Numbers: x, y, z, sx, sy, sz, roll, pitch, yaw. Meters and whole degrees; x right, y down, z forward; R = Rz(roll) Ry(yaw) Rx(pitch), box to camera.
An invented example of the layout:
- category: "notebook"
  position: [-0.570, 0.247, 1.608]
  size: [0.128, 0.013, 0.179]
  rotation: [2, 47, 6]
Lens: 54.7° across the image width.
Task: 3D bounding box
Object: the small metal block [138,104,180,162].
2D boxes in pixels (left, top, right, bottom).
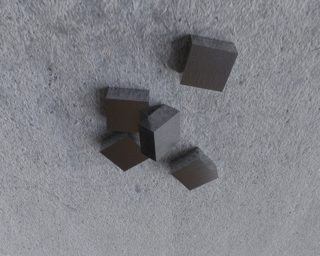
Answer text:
- category: "small metal block"
  position: [0.001, 0.006, 0.393]
  size: [0.025, 0.050, 0.050]
  rotation: [27, 139, 31]

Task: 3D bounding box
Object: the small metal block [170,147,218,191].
- category: "small metal block"
  position: [0.050, 0.061, 0.460]
  size: [0.050, 0.025, 0.050]
  rotation: [-30, 124, 23]

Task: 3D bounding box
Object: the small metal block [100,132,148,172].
- category: "small metal block"
  position: [-0.046, 0.028, 0.430]
  size: [0.050, 0.025, 0.050]
  rotation: [-30, 124, 23]

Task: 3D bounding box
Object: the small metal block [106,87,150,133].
- category: "small metal block"
  position: [-0.040, -0.022, 0.388]
  size: [0.050, 0.025, 0.050]
  rotation: [4, 130, -4]

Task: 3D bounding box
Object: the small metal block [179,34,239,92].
- category: "small metal block"
  position: [0.052, -0.072, 0.346]
  size: [0.050, 0.025, 0.050]
  rotation: [9, 130, -8]
